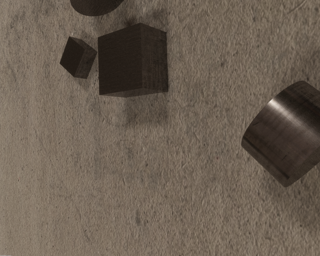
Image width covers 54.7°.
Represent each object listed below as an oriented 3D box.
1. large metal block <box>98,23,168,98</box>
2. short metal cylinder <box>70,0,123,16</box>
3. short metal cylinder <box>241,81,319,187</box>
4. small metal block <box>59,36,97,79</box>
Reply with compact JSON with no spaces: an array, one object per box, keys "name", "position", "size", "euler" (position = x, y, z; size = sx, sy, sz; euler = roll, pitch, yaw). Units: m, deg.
[{"name":"large metal block","position":[-0.037,-0.086,0.417],"size":[0.080,0.050,0.079],"euler":[-3,88,39]},{"name":"short metal cylinder","position":[-0.095,-0.209,0.445],"size":[0.080,0.081,0.050],"euler":[-34,70,35]},{"name":"short metal cylinder","position":[0.119,0.006,0.270],"size":[0.050,0.081,0.080],"euler":[48,118,29]},{"name":"small metal block","position":[-0.136,-0.117,0.514],"size":[0.050,0.025,0.050],"euler":[41,115,32]}]
